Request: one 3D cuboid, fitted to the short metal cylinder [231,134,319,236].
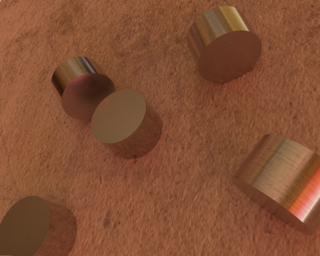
[{"bbox_3d":[0.113,0.050,0.279,0.080,0.080,0.050,33,80,38],"label":"short metal cylinder"}]

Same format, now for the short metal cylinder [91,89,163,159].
[{"bbox_3d":[-0.043,-0.005,0.412,0.080,0.050,0.080,-13,56,20],"label":"short metal cylinder"}]

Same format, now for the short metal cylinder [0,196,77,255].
[{"bbox_3d":[-0.152,0.131,0.386,0.080,0.050,0.080,-13,56,20],"label":"short metal cylinder"}]

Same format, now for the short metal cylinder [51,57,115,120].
[{"bbox_3d":[-0.114,-0.059,0.463,0.080,0.080,0.050,-40,51,1],"label":"short metal cylinder"}]

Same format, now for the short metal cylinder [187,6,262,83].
[{"bbox_3d":[0.079,-0.104,0.390,0.080,0.080,0.050,-25,53,13],"label":"short metal cylinder"}]
